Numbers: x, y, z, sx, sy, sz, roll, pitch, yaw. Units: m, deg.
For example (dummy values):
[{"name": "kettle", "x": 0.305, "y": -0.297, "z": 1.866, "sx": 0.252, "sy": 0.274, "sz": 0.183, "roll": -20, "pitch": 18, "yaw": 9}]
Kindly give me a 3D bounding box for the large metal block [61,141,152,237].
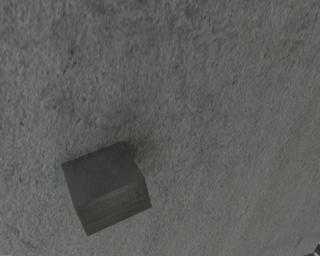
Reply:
[{"name": "large metal block", "x": -0.066, "y": 0.070, "z": 0.378, "sx": 0.081, "sy": 0.080, "sz": 0.050, "roll": -21, "pitch": 127, "yaw": -16}]
